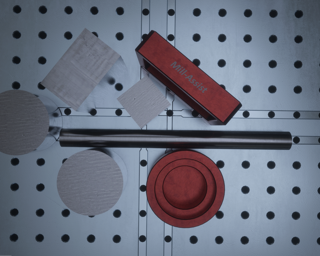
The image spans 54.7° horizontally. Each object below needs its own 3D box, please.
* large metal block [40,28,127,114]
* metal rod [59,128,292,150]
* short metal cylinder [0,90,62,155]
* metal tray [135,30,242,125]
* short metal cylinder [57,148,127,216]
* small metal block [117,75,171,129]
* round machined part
[{"bbox_3d":[-0.089,-0.066,0.385,0.050,0.080,0.080,39,90,-1],"label":"large metal block"},{"bbox_3d":[0.021,0.015,0.413,0.302,0.025,0.025,1,90,0],"label":"metal rod"},{"bbox_3d":[-0.174,-0.007,0.399,0.081,0.050,0.080,0,90,0],"label":"short metal cylinder"},{"bbox_3d":[0.032,-0.056,0.380,0.130,0.090,0.030,40,90,0],"label":"metal tray"},{"bbox_3d":[-0.085,0.066,0.400,0.081,0.050,0.080,0,90,0],"label":"short metal cylinder"},{"bbox_3d":[-0.021,-0.034,0.413,0.050,0.025,0.050,-39,90,0],"label":"small metal block"},{"bbox_3d":[0.032,0.076,0.405,0.099,0.042,0.097,0,90,0],"label":"round machined part"}]
